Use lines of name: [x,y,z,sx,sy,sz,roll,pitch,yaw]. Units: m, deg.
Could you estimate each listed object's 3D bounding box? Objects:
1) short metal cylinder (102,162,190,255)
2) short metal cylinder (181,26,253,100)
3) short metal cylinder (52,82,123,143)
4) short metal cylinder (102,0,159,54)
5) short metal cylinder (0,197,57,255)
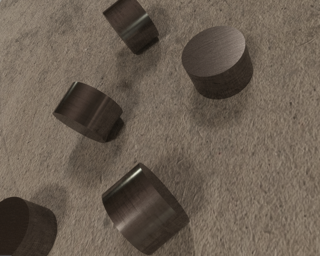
short metal cylinder: [-0.014,0.083,0.324,0.050,0.080,0.080,-41,51,0]
short metal cylinder: [0.074,-0.084,0.399,0.080,0.050,0.080,-13,56,20]
short metal cylinder: [-0.100,-0.020,0.432,0.080,0.080,0.050,17,71,34]
short metal cylinder: [-0.046,-0.165,0.492,0.050,0.080,0.080,-38,51,3]
short metal cylinder: [-0.182,0.135,0.398,0.080,0.050,0.080,-13,56,20]
